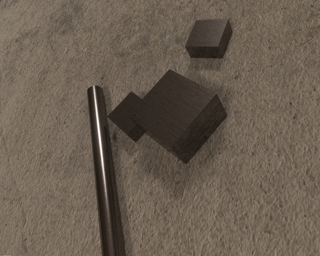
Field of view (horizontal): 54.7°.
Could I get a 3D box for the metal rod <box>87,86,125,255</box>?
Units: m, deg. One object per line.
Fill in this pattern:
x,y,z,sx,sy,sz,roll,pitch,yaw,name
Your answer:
-0.073,0.059,0.403,0.025,0.025,0.299,-24,53,13,metal rod

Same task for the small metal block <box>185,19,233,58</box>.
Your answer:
0.070,-0.128,0.445,0.050,0.025,0.050,9,66,31,small metal block

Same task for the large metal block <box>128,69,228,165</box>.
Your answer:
0.022,-0.015,0.385,0.080,0.050,0.080,-49,52,-7,large metal block

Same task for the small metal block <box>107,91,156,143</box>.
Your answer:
-0.037,-0.016,0.432,0.050,0.025,0.050,-47,52,-5,small metal block
